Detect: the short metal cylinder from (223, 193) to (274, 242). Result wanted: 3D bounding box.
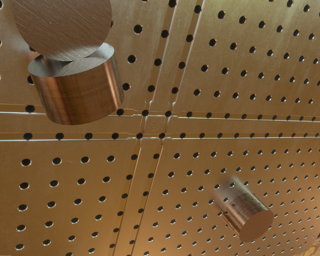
[{"bbox_3d":[0.171,0.173,0.598,0.081,0.050,0.079,-14,125,-21],"label":"short metal cylinder"}]

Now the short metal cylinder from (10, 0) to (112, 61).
[{"bbox_3d":[-0.090,-0.107,0.280,0.081,0.050,0.079,-14,124,-21],"label":"short metal cylinder"}]

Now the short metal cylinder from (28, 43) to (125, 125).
[{"bbox_3d":[-0.080,-0.046,0.305,0.081,0.080,0.050,-21,127,-16],"label":"short metal cylinder"}]
